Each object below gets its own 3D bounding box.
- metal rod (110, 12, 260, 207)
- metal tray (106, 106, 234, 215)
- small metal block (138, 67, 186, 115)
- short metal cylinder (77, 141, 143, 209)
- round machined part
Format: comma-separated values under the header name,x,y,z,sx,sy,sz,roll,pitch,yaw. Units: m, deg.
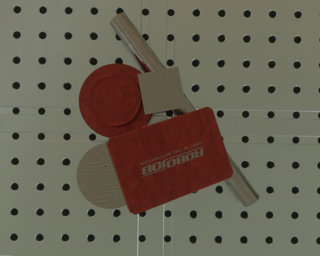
name,x,y,z,sx,sy,sz,roll,pitch,yaw
metal rod,0.033,-0.024,0.410,0.025,0.025,0.299,-36,90,0
metal tray,0.012,0.036,0.369,0.131,0.030,0.090,-18,90,-13
small metal block,0.003,-0.046,0.386,0.050,0.025,0.050,-10,93,5
short metal cylinder,-0.060,0.057,0.396,0.081,0.050,0.079,0,90,0
round machined part,-0.056,-0.035,0.400,0.099,0.042,0.097,0,90,1
